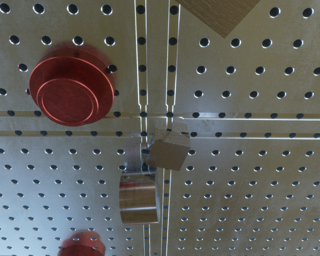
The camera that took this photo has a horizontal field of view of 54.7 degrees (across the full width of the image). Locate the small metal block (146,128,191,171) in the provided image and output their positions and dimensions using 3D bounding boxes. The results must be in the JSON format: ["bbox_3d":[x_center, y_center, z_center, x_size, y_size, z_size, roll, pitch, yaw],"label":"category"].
[{"bbox_3d":[0.011,0.031,0.438,0.050,0.025,0.050,12,129,-10],"label":"small metal block"}]

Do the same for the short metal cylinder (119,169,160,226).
[{"bbox_3d":[-0.028,0.104,0.463,0.050,0.080,0.080,-4,130,3],"label":"short metal cylinder"}]

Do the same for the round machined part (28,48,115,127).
[{"bbox_3d":[-0.104,-0.040,0.365,0.099,0.042,0.097,0,130,0],"label":"round machined part"}]

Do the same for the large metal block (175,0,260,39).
[{"bbox_3d":[0.052,-0.142,0.274,0.080,0.050,0.080,29,124,-23],"label":"large metal block"}]

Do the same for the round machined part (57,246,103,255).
[{"bbox_3d":[-0.169,0.290,0.645,0.099,0.042,0.097,0,130,0],"label":"round machined part"}]
